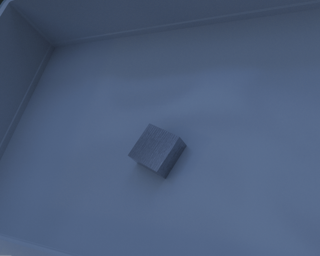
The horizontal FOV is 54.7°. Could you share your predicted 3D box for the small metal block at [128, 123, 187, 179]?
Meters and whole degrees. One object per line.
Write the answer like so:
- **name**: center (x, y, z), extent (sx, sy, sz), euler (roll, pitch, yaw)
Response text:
- **small metal block**: center (-0.003, 0.028, 0.389), extent (0.050, 0.025, 0.050), euler (24, 75, 36)
